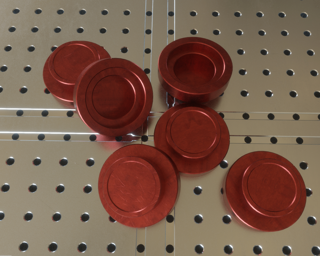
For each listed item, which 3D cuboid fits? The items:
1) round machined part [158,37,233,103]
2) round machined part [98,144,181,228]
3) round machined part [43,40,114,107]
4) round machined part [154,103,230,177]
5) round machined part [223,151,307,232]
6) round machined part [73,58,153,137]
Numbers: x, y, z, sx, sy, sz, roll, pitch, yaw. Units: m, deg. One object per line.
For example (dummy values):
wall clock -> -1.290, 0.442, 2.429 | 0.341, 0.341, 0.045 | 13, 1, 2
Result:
round machined part -> 0.046, -0.075, 0.425 | 0.099, 0.042, 0.098 | 1, 61, -1
round machined part -> -0.027, 0.067, 0.363 | 0.098, 0.042, 0.098 | -1, 83, 12
round machined part -> -0.114, -0.082, 0.432 | 0.099, 0.042, 0.098 | 0, 70, 0
round machined part -> 0.041, 0.011, 0.399 | 0.099, 0.042, 0.098 | 0, 70, 0
round machined part -> 0.129, 0.074, 0.376 | 0.099, 0.042, 0.098 | 0, 70, 0
round machined part -> -0.062, -0.041, 0.400 | 0.099, 0.042, 0.097 | -6, 103, -25
